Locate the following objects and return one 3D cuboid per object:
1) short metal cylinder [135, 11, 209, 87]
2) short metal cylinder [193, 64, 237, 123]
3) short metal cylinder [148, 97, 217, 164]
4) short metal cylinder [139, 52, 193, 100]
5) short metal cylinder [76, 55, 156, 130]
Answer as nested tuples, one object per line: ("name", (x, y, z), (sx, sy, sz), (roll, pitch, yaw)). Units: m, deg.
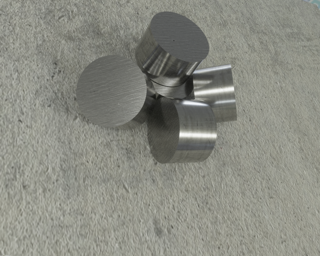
("short metal cylinder", (0.015, -0.100, 0.395), (0.081, 0.050, 0.080), (14, 56, -21))
("short metal cylinder", (0.078, -0.047, 0.435), (0.050, 0.080, 0.080), (-7, 58, 12))
("short metal cylinder", (0.025, 0.003, 0.382), (0.050, 0.080, 0.080), (2, 61, -28))
("short metal cylinder", (0.000, -0.060, 0.428), (0.081, 0.050, 0.080), (14, 56, -21))
("short metal cylinder", (-0.049, -0.039, 0.362), (0.080, 0.050, 0.080), (-1, 85, 10))
